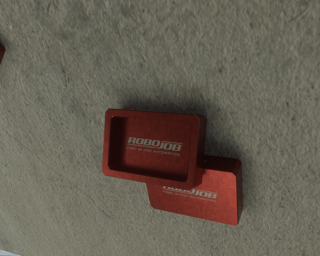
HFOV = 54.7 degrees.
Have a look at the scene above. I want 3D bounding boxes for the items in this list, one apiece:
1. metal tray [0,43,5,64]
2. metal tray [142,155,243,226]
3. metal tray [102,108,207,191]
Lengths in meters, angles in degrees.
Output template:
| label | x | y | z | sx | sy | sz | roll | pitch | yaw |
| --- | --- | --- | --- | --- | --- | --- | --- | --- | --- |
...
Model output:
| label | x | y | z | sx | sy | sz | roll | pitch | yaw |
| --- | --- | --- | --- | --- | --- | --- | --- | --- | --- |
| metal tray | -0.310 | -0.135 | 0.480 | 0.130 | 0.030 | 0.090 | 44 | 129 | -3 |
| metal tray | 0.045 | 0.080 | 0.428 | 0.130 | 0.030 | 0.089 | 5 | 121 | 25 |
| metal tray | -0.010 | 0.024 | 0.397 | 0.130 | 0.030 | 0.089 | 6 | 94 | 25 |
